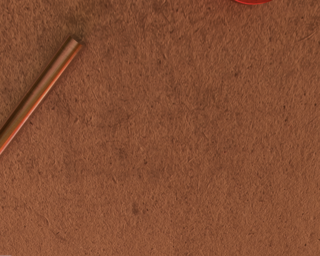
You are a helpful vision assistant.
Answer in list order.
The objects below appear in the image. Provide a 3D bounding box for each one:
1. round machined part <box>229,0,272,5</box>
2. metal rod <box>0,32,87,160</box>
[{"bbox_3d":[0.100,-0.185,0.334,0.099,0.042,0.097,0,110,0],"label":"round machined part"},{"bbox_3d":[-0.196,0.001,0.408,0.025,0.025,0.299,39,105,-13],"label":"metal rod"}]
